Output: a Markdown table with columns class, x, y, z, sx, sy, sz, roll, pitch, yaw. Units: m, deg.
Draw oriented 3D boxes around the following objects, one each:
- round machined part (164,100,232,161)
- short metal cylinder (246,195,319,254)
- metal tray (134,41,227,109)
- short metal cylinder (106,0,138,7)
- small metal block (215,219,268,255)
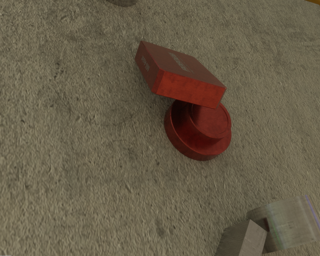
| class | x | y | z | sx | sy | sz | roll | pitch | yaw |
| --- | --- | --- | --- | --- | --- | --- | --- | --- | --- |
| round machined part | 0.059 | -0.007 | 0.429 | 0.099 | 0.042 | 0.098 | 13 | 56 | -21 |
| short metal cylinder | 0.153 | 0.119 | 0.379 | 0.081 | 0.080 | 0.050 | 0 | 62 | -28 |
| metal tray | 0.022 | -0.075 | 0.418 | 0.091 | 0.030 | 0.130 | 12 | 26 | -22 |
| short metal cylinder | -0.063 | -0.246 | 0.504 | 0.081 | 0.050 | 0.080 | 14 | 56 | -21 |
| small metal block | 0.090 | 0.138 | 0.352 | 0.025 | 0.050 | 0.050 | 37 | 51 | -4 |
